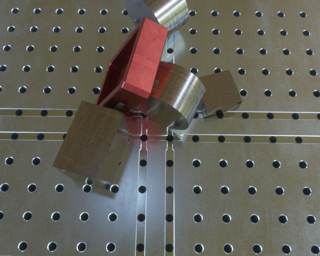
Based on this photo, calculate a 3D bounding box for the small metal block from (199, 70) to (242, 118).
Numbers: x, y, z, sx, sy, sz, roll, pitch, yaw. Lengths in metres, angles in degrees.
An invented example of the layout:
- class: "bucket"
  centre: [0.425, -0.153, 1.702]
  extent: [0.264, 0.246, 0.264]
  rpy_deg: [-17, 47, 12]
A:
- class: "small metal block"
  centre: [0.079, -0.048, 0.430]
  extent: [0.050, 0.025, 0.050]
  rpy_deg: [-15, 71, -6]

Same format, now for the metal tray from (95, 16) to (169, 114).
- class: "metal tray"
  centre: [-0.041, -0.064, 0.379]
  extent: [0.030, 0.130, 0.090]
  rpy_deg: [22, 69, -21]

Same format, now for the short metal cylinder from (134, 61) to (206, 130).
- class: "short metal cylinder"
  centre: [0.011, -0.040, 0.397]
  extent: [0.080, 0.080, 0.050]
  rpy_deg: [26, 72, 9]

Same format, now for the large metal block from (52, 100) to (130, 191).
- class: "large metal block"
  centre: [-0.077, 0.025, 0.373]
  extent: [0.050, 0.080, 0.080]
  rpy_deg: [17, 71, 6]

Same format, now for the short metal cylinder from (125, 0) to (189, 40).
- class: "short metal cylinder"
  centre: [-0.005, -0.169, 0.444]
  extent: [0.050, 0.080, 0.080]
  rpy_deg: [-41, 75, -13]
